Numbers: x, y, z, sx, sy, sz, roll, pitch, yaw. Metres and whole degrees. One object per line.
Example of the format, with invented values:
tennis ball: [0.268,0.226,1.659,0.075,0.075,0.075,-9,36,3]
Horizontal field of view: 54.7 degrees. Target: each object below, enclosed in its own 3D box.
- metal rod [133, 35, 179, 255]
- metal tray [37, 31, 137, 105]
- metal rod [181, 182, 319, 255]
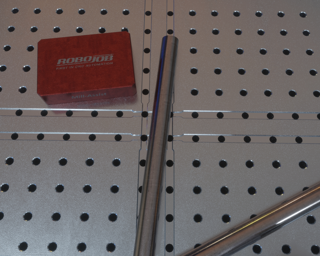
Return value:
metal rod: [-0.002,0.010,0.407,0.025,0.025,0.299,6,70,2]
metal tray: [-0.103,-0.086,0.440,0.131,0.030,0.090,-6,70,-3]
metal rod: [0.105,0.124,0.366,0.302,0.025,0.025,-24,72,-9]
